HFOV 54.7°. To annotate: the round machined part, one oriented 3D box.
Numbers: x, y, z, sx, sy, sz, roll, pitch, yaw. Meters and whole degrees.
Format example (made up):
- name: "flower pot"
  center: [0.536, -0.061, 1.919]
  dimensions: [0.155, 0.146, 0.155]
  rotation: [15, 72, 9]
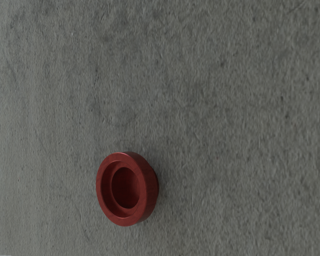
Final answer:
- name: "round machined part"
  center: [-0.040, 0.081, 0.425]
  dimensions: [0.098, 0.042, 0.097]
  rotation: [0, 90, 39]
